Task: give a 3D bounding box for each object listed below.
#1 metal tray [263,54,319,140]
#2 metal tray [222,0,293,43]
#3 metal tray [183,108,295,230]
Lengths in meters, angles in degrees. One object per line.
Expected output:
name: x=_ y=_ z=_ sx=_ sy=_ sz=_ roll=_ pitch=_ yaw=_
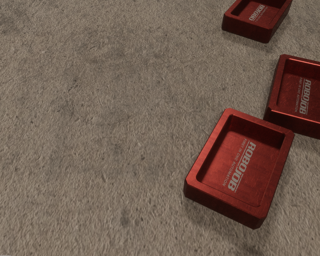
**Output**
metal tray: x=0.206 y=-0.048 z=0.443 sx=0.090 sy=0.030 sz=0.130 roll=17 pitch=52 yaw=13
metal tray: x=0.184 y=-0.217 z=0.584 sx=0.090 sy=0.030 sz=0.130 roll=25 pitch=54 yaw=19
metal tray: x=0.095 y=0.041 z=0.366 sx=0.090 sy=0.030 sz=0.130 roll=23 pitch=53 yaw=18
